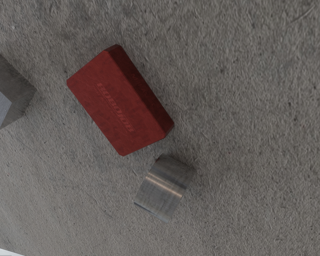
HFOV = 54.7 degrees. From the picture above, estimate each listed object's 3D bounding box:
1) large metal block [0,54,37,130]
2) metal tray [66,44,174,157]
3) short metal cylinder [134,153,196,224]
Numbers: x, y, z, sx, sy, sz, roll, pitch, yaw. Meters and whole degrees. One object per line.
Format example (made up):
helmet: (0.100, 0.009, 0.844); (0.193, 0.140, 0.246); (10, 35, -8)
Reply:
large metal block: (-0.255, -0.056, 0.491); (0.080, 0.050, 0.080); (45, 129, -4)
metal tray: (-0.053, -0.032, 0.412); (0.090, 0.030, 0.130); (-26, 104, 37)
short metal cylinder: (0.008, 0.081, 0.417); (0.050, 0.080, 0.079); (28, 128, 10)
